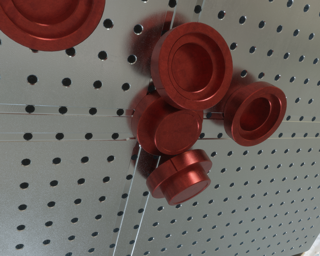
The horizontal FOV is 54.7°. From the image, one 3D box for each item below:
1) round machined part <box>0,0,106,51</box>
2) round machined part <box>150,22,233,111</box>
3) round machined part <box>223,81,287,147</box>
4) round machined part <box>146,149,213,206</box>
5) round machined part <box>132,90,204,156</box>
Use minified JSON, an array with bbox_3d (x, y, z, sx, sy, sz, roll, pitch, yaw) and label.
[{"bbox_3d":[-0.101,-0.121,0.271,0.099,0.042,0.097,-14,125,-21],"label":"round machined part"},{"bbox_3d":[0.033,-0.069,0.362,0.099,0.042,0.097,-3,96,-27],"label":"round machined part"},{"bbox_3d":[0.135,-0.024,0.462,0.099,0.042,0.097,-14,125,-21],"label":"round machined part"},{"bbox_3d":[0.033,0.076,0.443,0.099,0.042,0.098,-24,153,-13],"label":"round machined part"},{"bbox_3d":[0.016,-0.003,0.409,0.099,0.042,0.097,-14,124,-21],"label":"round machined part"}]
